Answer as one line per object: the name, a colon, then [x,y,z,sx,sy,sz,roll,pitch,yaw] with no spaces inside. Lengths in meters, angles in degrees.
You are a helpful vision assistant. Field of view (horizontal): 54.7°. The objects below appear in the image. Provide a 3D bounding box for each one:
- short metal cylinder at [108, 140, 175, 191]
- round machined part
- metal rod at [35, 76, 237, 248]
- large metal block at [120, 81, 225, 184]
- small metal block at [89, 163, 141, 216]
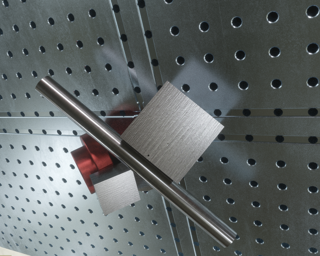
short metal cylinder: [-0.025,0.040,0.428,0.080,0.050,0.079,13,124,21]
round machined part: [-0.095,0.056,0.447,0.098,0.042,0.098,54,160,30]
metal rod: [-0.030,0.041,0.382,0.300,0.025,0.025,40,129,1]
large metal block: [0.013,0.006,0.359,0.080,0.050,0.080,39,86,1]
small metal block: [-0.058,0.077,0.401,0.025,0.050,0.050,40,146,57]
